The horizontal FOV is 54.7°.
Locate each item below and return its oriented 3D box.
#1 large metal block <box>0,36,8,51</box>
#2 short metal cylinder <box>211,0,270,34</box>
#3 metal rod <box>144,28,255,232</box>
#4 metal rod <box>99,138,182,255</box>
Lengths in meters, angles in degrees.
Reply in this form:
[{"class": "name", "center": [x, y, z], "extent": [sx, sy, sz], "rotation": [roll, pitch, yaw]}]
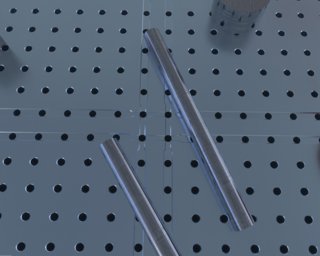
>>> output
[{"class": "large metal block", "center": [-0.276, -0.148, 0.433], "extent": [0.080, 0.080, 0.050], "rotation": [42, 75, 13]}, {"class": "short metal cylinder", "center": [0.121, -0.191, 0.470], "extent": [0.081, 0.050, 0.080], "rotation": [0, 70, 0]}, {"class": "metal rod", "center": [0.045, -0.011, 0.416], "extent": [0.025, 0.025, 0.299], "rotation": [-21, 72, -8]}, {"class": "metal rod", "center": [0.008, 0.141, 0.360], "extent": [0.025, 0.025, 0.299], "rotation": [-29, 73, -10]}]
